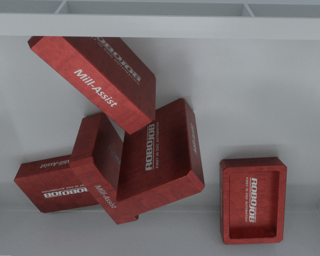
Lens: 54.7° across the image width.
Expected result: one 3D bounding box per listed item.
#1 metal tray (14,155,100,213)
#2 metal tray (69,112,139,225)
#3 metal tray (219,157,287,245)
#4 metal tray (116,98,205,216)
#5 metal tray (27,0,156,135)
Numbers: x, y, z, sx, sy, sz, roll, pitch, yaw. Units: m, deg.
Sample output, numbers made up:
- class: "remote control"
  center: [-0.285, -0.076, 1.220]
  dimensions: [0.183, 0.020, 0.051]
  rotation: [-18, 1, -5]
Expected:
- class: "metal tray"
  center: [-0.140, 0.085, 0.477]
  dimensions: [0.131, 0.030, 0.090]
  rotation: [-11, 130, 9]
- class: "metal tray"
  center: [-0.066, 0.055, 0.412]
  dimensions: [0.030, 0.090, 0.130]
  rotation: [-16, 129, 13]
- class: "metal tray"
  center: [0.138, 0.111, 0.468]
  dimensions: [0.091, 0.030, 0.129]
  rotation: [-3, 106, 2]
- class: "metal tray"
  center: [-0.001, 0.029, 0.365]
  dimensions: [0.090, 0.130, 0.030]
  rotation: [-25, 126, 19]
- class: "metal tray"
  center: [-0.056, -0.064, 0.310]
  dimensions: [0.030, 0.090, 0.130]
  rotation: [-31, 124, 24]
